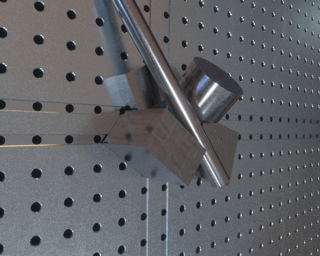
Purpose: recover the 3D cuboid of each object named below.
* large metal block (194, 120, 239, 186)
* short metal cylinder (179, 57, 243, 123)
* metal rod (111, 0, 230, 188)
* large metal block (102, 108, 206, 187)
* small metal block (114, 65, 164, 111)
[{"bbox_3d":[0.063,0.034,0.448,0.080,0.050,0.080,22,76,-38],"label":"large metal block"},{"bbox_3d":[0.065,-0.052,0.421,0.081,0.080,0.050,11,127,-40],"label":"short metal cylinder"},{"bbox_3d":[0.007,-0.060,0.377,0.025,0.025,0.299,-35,100,-35],"label":"metal rod"},{"bbox_3d":[-0.007,0.022,0.369,0.080,0.080,0.050,45,63,-31],"label":"large metal block"},{"bbox_3d":[-0.023,-0.051,0.392,0.050,0.025,0.050,-31,109,-36],"label":"small metal block"}]
